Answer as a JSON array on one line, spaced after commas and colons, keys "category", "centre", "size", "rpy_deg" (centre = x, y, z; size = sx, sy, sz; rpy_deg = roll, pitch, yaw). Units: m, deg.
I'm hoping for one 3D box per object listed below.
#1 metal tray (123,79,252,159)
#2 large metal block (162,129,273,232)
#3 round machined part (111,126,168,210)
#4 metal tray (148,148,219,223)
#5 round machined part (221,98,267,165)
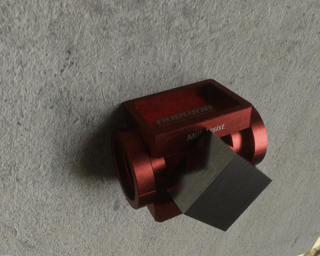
[{"category": "metal tray", "centre": [0.032, -0.017, 0.376], "size": [0.131, 0.090, 0.030], "rpy_deg": [-17, 126, -19]}, {"category": "large metal block", "centre": [0.064, 0.060, 0.347], "size": [0.080, 0.050, 0.080], "rpy_deg": [34, 99, -39]}, {"category": "round machined part", "centre": [-0.024, 0.045, 0.377], "size": [0.042, 0.098, 0.097], "rpy_deg": [-15, 125, -21]}, {"category": "metal tray", "centre": [0.036, 0.067, 0.427], "size": [0.131, 0.090, 0.030], "rpy_deg": [-16, 125, -20]}, {"category": "round machined part", "centre": [0.096, 0.010, 0.421], "size": [0.042, 0.098, 0.097], "rpy_deg": [-15, 125, -21]}]
